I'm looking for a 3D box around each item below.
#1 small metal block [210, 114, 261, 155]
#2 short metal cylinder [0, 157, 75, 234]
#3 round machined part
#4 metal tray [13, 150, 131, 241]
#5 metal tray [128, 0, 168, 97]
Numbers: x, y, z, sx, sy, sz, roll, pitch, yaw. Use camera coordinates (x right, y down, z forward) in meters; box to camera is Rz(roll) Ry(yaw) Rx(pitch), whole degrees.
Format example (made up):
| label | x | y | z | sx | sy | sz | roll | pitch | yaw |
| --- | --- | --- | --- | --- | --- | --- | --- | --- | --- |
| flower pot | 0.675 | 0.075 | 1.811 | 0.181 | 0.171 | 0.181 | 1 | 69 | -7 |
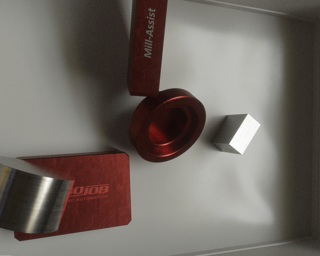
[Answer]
| label | x | y | z | sx | sy | sz | roll | pitch | yaw |
| --- | --- | --- | --- | --- | --- | --- | --- | --- | --- |
| small metal block | 0.105 | 0.008 | 0.438 | 0.025 | 0.050 | 0.050 | 38 | 78 | -17 |
| short metal cylinder | -0.130 | 0.063 | 0.301 | 0.081 | 0.080 | 0.050 | 20 | 84 | -19 |
| round machined part | 0.005 | -0.007 | 0.388 | 0.099 | 0.042 | 0.097 | -20 | 134 | -22 |
| metal tray | -0.103 | 0.076 | 0.371 | 0.131 | 0.030 | 0.089 | -2 | 91 | -21 |
| metal tray | -0.017 | -0.107 | 0.350 | 0.030 | 0.090 | 0.129 | 3 | 106 | -9 |
